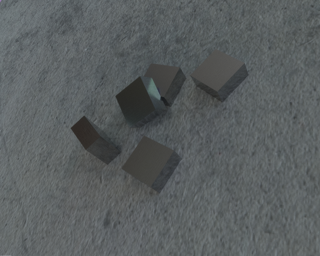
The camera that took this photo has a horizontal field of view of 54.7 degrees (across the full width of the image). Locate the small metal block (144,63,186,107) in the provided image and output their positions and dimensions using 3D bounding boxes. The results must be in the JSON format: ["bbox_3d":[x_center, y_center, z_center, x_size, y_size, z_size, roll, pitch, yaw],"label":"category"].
[{"bbox_3d":[0.001,-0.062,0.440,0.050,0.025,0.050,16,69,34],"label":"small metal block"}]

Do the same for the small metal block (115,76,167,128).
[{"bbox_3d":[-0.026,-0.034,0.416,0.050,0.025,0.050,-33,74,32],"label":"small metal block"}]

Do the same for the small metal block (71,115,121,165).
[{"bbox_3d":[-0.087,0.017,0.421,0.025,0.050,0.050,-44,51,-2],"label":"small metal block"}]

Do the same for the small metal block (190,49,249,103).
[{"bbox_3d":[0.077,-0.069,0.405,0.050,0.025,0.050,-46,52,-5],"label":"small metal block"}]

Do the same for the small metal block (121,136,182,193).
[{"bbox_3d":[-0.010,0.044,0.381,0.050,0.025,0.050,25,75,36],"label":"small metal block"}]
